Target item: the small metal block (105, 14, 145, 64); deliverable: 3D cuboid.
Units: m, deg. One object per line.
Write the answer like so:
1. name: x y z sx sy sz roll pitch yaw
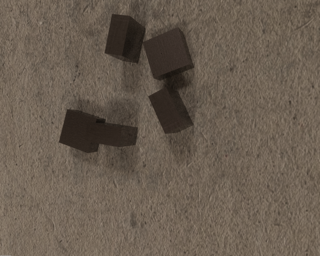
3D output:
1. small metal block: -0.045 -0.117 0.411 0.025 0.050 0.050 13 95 19

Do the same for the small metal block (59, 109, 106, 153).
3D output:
1. small metal block: -0.112 0.004 0.447 0.050 0.025 0.050 18 96 18

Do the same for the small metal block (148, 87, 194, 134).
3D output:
1. small metal block: 0.015 -0.021 0.390 0.025 0.050 0.050 -27 82 18

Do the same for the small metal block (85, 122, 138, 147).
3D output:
1. small metal block: -0.064 0.008 0.417 0.050 0.050 0.025 9 93 19

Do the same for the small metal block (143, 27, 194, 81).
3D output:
1. small metal block: 0.011 -0.095 0.404 0.050 0.025 0.050 -18 84 18
